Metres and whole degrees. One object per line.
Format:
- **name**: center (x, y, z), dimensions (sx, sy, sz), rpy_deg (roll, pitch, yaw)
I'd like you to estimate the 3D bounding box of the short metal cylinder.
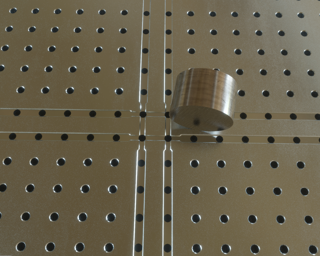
- **short metal cylinder**: center (0.056, -0.034, 0.396), dimensions (0.080, 0.080, 0.050), rpy_deg (10, 71, 3)
